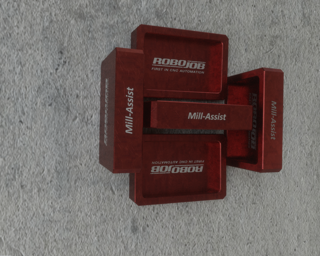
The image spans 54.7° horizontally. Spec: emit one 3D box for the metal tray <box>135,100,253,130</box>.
[{"bbox_3d":[0.038,-0.014,0.391,0.131,0.090,0.030,1,91,-20],"label":"metal tray"}]

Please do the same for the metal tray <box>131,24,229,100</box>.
[{"bbox_3d":[0.027,-0.084,0.417,0.131,0.030,0.089,0,93,-20],"label":"metal tray"}]

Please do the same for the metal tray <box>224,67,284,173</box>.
[{"bbox_3d":[0.124,-0.010,0.421,0.030,0.090,0.129,1,90,-20],"label":"metal tray"}]

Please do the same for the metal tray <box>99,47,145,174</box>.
[{"bbox_3d":[-0.047,-0.018,0.358,0.030,0.090,0.129,1,90,-21],"label":"metal tray"}]

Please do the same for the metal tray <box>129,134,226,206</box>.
[{"bbox_3d":[0.026,0.053,0.418,0.131,0.030,0.089,1,89,-20],"label":"metal tray"}]
